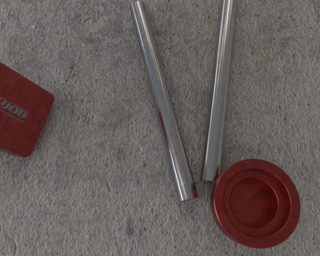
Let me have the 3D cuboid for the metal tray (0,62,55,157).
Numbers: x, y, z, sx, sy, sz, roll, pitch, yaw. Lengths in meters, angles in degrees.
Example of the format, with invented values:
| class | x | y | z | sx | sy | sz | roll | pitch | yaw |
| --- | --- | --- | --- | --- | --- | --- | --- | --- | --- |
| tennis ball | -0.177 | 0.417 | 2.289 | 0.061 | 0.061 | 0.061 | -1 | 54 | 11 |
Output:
| class | x | y | z | sx | sy | sz | roll | pitch | yaw |
| --- | --- | --- | --- | --- | --- | --- | --- | --- | --- |
| metal tray | -0.199 | -0.029 | 0.365 | 0.030 | 0.130 | 0.090 | 1 | 66 | 37 |

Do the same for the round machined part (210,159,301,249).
| class | x | y | z | sx | sy | sz | roll | pitch | yaw |
| --- | --- | --- | --- | --- | --- | --- | --- | --- | --- |
| round machined part | 0.108 | 0.088 | 0.365 | 0.099 | 0.042 | 0.098 | 1 | 73 | -3 |

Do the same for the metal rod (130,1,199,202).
| class | x | y | z | sx | sy | sz | roll | pitch | yaw |
| --- | --- | --- | --- | --- | --- | --- | --- | --- | --- |
| metal rod | 0.000 | -0.049 | 0.426 | 0.025 | 0.025 | 0.299 | -12 | 71 | -5 |

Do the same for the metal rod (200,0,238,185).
| class | x | y | z | sx | sy | sz | roll | pitch | yaw |
| --- | --- | --- | --- | --- | --- | --- | --- | --- | --- |
| metal rod | 0.086 | -0.071 | 0.434 | 0.025 | 0.025 | 0.299 | 9 | 70 | 3 |
